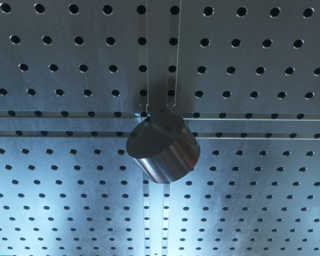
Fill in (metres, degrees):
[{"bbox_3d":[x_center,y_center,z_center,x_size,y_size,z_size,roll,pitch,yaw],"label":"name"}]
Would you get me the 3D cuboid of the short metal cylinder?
[{"bbox_3d":[0.004,0.024,0.394,0.080,0.080,0.050,-22,126,18],"label":"short metal cylinder"}]
